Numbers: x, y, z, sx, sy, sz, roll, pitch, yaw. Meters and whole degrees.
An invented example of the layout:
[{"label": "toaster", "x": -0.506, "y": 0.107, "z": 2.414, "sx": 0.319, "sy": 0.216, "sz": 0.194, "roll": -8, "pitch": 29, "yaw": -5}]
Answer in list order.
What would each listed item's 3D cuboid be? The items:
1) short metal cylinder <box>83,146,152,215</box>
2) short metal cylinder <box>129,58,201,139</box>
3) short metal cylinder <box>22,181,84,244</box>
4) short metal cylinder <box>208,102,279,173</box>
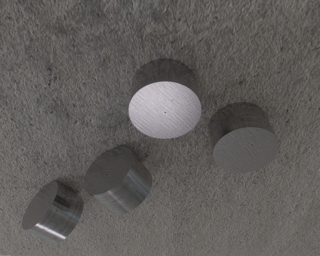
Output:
[{"label": "short metal cylinder", "x": -0.058, "y": 0.072, "z": 0.432, "sx": 0.080, "sy": 0.080, "sz": 0.050, "roll": -23, "pitch": 126, "yaw": 18}, {"label": "short metal cylinder", "x": 0.006, "y": -0.034, "z": 0.362, "sx": 0.081, "sy": 0.050, "sz": 0.079, "roll": 0, "pitch": 130, "yaw": 0}, {"label": "short metal cylinder", "x": -0.165, "y": 0.130, "z": 0.480, "sx": 0.080, "sy": 0.080, "sz": 0.050, "roll": -32, "pitch": 123, "yaw": 24}, {"label": "short metal cylinder", "x": 0.106, "y": 0.013, "z": 0.403, "sx": 0.081, "sy": 0.050, "sz": 0.079, "roll": 0, "pitch": 130, "yaw": 0}]
